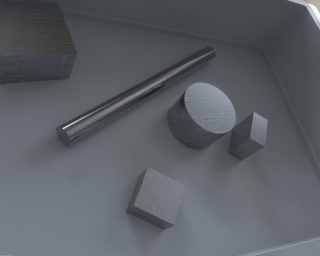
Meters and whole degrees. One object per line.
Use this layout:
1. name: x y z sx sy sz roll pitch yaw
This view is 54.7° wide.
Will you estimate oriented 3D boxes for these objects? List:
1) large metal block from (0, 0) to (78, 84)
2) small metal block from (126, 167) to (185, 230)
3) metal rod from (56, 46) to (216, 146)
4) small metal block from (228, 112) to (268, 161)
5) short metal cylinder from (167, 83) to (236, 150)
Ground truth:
1. large metal block: -0.155 -0.103 0.370 0.081 0.050 0.080 -11 68 -33
2. small metal block: -0.004 0.081 0.355 0.050 0.025 0.050 29 52 -11
3. metal rod: -0.011 -0.059 0.437 0.025 0.025 0.302 49 51 6
4. small metal block: 0.129 0.013 0.454 0.025 0.050 0.050 29 52 -10
5. short metal cylinder: 0.057 -0.016 0.432 0.081 0.050 0.080 14 56 -21
